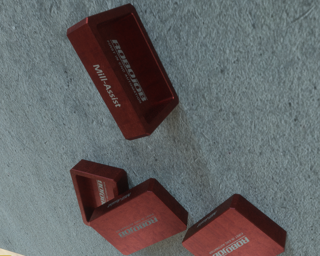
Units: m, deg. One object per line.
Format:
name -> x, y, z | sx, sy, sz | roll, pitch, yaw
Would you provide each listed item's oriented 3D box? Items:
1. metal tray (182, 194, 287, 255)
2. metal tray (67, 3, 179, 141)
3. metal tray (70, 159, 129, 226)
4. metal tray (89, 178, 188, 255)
metal tray -> 0.103, 0.161, 0.449 | 0.090, 0.030, 0.129 | 39, 129, 1
metal tray -> -0.033, -0.063, 0.343 | 0.030, 0.090, 0.130 | -16, 110, 34
metal tray -> -0.097, 0.121, 0.529 | 0.090, 0.030, 0.129 | 10, 123, 23
metal tray -> -0.033, 0.141, 0.481 | 0.130, 0.030, 0.090 | -32, 110, 25
